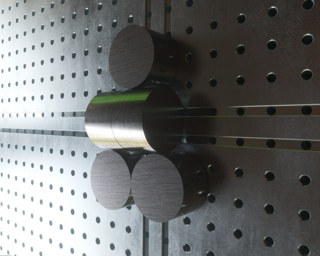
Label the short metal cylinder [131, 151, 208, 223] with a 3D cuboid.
[{"bbox_3d":[0.011,0.070,0.381,0.080,0.050,0.079,0,90,39],"label":"short metal cylinder"}]

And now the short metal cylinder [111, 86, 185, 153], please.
[{"bbox_3d":[-0.013,-0.010,0.383,0.050,0.081,0.079,1,91,40],"label":"short metal cylinder"}]

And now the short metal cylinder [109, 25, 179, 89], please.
[{"bbox_3d":[-0.022,-0.090,0.409,0.080,0.050,0.079,0,90,39],"label":"short metal cylinder"}]

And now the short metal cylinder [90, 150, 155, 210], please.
[{"bbox_3d":[-0.051,0.069,0.432,0.080,0.050,0.079,0,90,39],"label":"short metal cylinder"}]

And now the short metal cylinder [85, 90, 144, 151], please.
[{"bbox_3d":[-0.052,-0.010,0.415,0.050,0.081,0.079,1,91,40],"label":"short metal cylinder"}]
